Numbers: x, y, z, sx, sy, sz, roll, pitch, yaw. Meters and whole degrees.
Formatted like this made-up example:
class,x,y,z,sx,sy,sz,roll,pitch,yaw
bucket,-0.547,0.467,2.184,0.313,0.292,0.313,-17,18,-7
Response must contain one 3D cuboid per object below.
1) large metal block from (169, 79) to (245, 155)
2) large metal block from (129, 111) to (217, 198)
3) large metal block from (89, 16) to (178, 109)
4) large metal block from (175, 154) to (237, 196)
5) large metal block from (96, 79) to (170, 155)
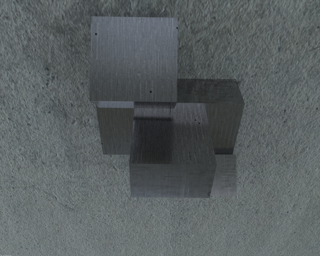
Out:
class,x,y,z,sx,sy,sz,roll,pitch,yaw
large metal block,0.051,-0.013,0.380,0.081,0.050,0.079,1,130,-1
large metal block,0.011,0.026,0.330,0.081,0.080,0.050,1,130,-1
large metal block,-0.024,-0.063,0.311,0.081,0.050,0.080,1,86,-1
large metal block,0.052,0.060,0.416,0.081,0.080,0.050,0,86,-1
large metal block,-0.030,-0.013,0.379,0.081,0.050,0.079,1,130,-1
